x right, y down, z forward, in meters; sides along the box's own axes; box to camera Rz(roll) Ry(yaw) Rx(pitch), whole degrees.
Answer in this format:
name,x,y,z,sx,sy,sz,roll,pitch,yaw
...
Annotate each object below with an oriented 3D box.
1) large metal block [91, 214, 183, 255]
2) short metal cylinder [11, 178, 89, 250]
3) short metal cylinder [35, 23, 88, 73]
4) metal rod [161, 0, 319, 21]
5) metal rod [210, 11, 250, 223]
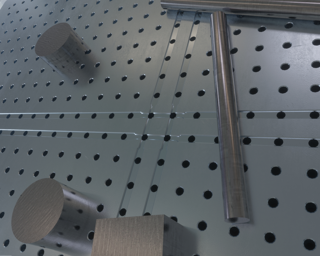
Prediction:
name,x,y,z,sx,sy,sz,roll,pitch,yaw
large metal block,-0.024,0.138,0.320,0.080,0.050,0.080,-11,57,22
short metal cylinder,-0.140,0.111,0.398,0.080,0.050,0.080,-13,56,21
short metal cylinder,-0.185,-0.150,0.581,0.080,0.050,0.080,-13,56,21
metal rod,0.124,-0.177,0.451,0.300,0.025,0.025,20,72,35
metal rod,0.082,-0.036,0.387,0.025,0.025,0.299,-12,57,22
